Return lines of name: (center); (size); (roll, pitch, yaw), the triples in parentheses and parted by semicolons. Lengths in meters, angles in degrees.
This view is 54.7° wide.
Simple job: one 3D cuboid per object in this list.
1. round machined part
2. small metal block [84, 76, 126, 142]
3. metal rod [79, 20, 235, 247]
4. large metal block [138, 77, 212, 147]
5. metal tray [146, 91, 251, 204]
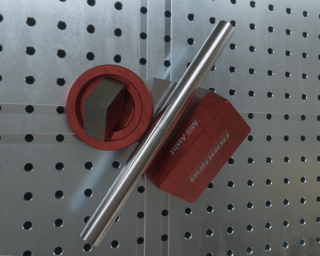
round machined part: (-0.056, -0.024, 0.370); (0.099, 0.042, 0.097); (0, 93, 5)
small metal block: (-0.062, -0.022, 0.347); (0.025, 0.050, 0.050); (20, 44, 6)
metal rod: (0.004, -0.003, 0.361); (0.025, 0.025, 0.300); (36, 78, -17)
large metal block: (0.015, -0.015, 0.406); (0.081, 0.050, 0.080); (10, 87, -20)
metal tray: (0.052, 0.029, 0.395); (0.130, 0.030, 0.090); (-52, 139, 1)
